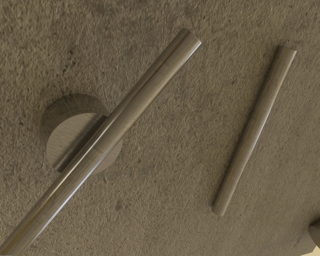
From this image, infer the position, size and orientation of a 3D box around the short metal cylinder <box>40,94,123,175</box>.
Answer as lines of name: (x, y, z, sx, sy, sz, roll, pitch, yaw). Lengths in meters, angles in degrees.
short metal cylinder: (-0.088, 0.008, 0.347, 0.081, 0.050, 0.079, -14, 124, -21)

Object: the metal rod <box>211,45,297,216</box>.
metal rod: (0.142, 0.018, 0.495, 0.025, 0.025, 0.298, 2, 118, -30)

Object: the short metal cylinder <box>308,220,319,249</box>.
short metal cylinder: (0.417, 0.265, 0.763, 0.050, 0.080, 0.080, -27, 128, -12)

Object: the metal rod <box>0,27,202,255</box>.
metal rod: (-0.066, 0.023, 0.319, 0.299, 0.025, 0.025, -49, 129, 6)
